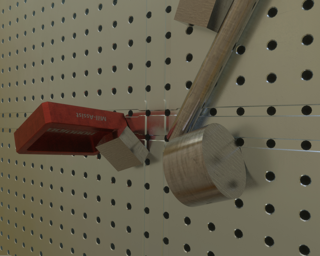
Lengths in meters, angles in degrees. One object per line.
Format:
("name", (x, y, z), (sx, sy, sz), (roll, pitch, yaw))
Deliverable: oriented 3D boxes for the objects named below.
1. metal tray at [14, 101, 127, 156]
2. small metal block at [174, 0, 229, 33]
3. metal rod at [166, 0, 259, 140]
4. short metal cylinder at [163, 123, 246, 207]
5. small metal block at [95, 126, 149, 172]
("metal tray", (-0.121, 0.006, 0.437), (0.090, 0.131, 0.030), (-34, 64, 34))
("small metal block", (0.050, -0.145, 0.367), (0.050, 0.025, 0.050), (29, 108, 36))
("metal rod", (0.080, -0.111, 0.341), (0.025, 0.025, 0.298), (38, 113, 33))
("short metal cylinder", (0.049, 0.040, 0.332), (0.050, 0.081, 0.080), (-24, 75, 37))
("small metal block", (-0.053, 0.030, 0.434), (0.050, 0.025, 0.050), (-22, 116, 37))
